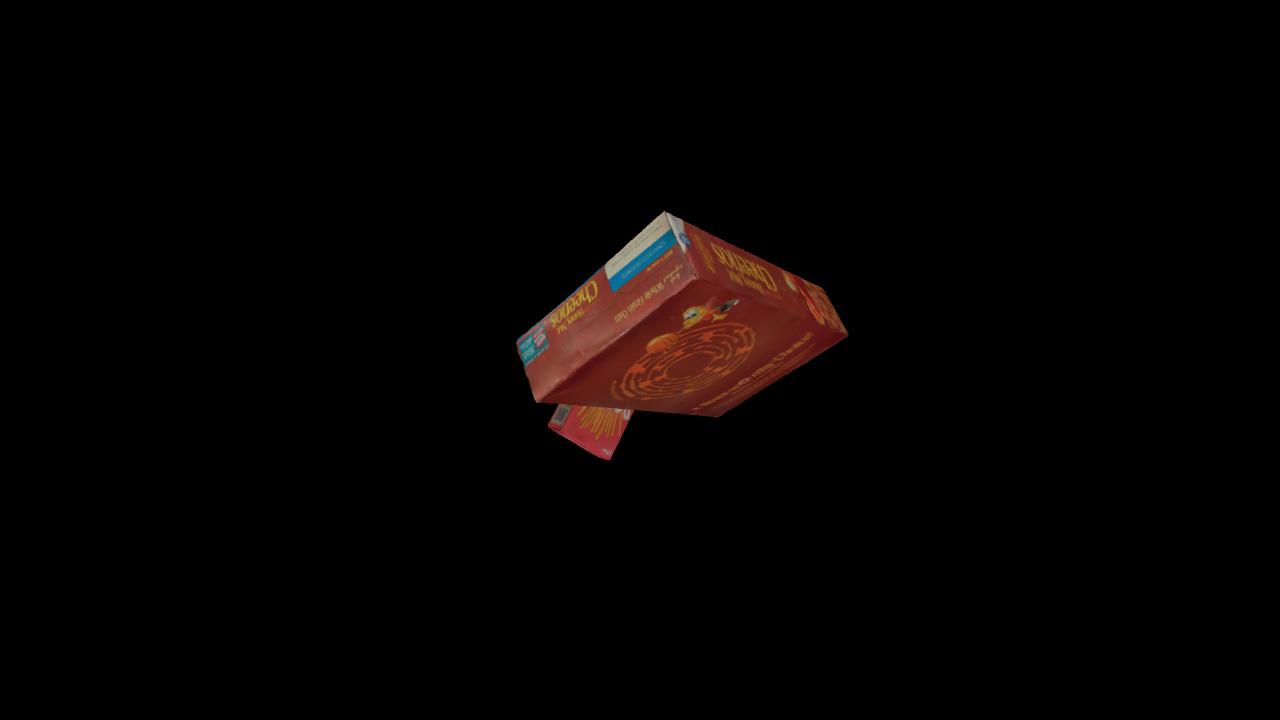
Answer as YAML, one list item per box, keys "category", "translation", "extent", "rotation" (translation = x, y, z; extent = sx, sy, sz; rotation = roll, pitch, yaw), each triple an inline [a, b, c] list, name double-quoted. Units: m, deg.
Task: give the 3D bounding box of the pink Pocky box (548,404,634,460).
- category: "pink Pocky box"
  translation: [-0.033, 0.025, 0.681]
  extent: [0.029, 0.155, 0.084]
  rotation: [12, -20, 46]

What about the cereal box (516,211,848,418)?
- category: "cereal box"
  translation: [0.057, -0.024, 0.634]
  extent: [0.203, 0.081, 0.306]
  rotation: [-37, -29, 31]
